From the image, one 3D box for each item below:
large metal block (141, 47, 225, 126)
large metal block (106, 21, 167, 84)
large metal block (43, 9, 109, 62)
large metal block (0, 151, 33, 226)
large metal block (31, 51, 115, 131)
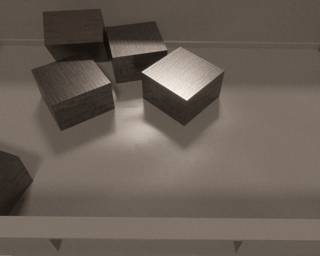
[{"bbox_3d":[0.032,-0.061,0.441,0.080,0.050,0.080,36,58,26],"label":"large metal block"},{"bbox_3d":[-0.038,-0.121,0.490,0.081,0.050,0.080,-10,51,-9],"label":"large metal block"},{"bbox_3d":[-0.124,-0.136,0.473,0.081,0.080,0.050,-5,82,-5],"label":"large metal block"},{"bbox_3d":[-0.202,0.064,0.332,0.080,0.050,0.080,16,52,12],"label":"large metal block"},{"bbox_3d":[-0.120,-0.053,0.432,0.081,0.050,0.080,-25,55,-20],"label":"large metal block"}]
